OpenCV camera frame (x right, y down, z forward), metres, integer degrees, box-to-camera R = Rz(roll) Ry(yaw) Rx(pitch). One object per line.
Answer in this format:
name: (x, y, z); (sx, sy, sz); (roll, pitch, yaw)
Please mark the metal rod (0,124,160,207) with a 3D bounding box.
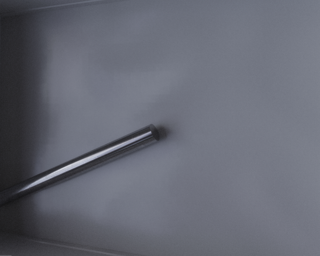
metal rod: (-0.138, 0.063, 0.459); (0.300, 0.025, 0.025); (-24, 82, 18)
